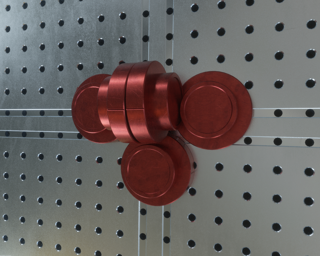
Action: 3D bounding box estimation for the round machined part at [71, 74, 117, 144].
[{"bbox_3d":[-0.083,-0.027,0.431,0.098,0.042,0.097,0,90,19],"label":"round machined part"}]

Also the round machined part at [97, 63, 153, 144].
[{"bbox_3d":[-0.042,-0.030,0.381,0.042,0.098,0.097,1,91,20],"label":"round machined part"}]

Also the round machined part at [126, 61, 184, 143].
[{"bbox_3d":[0.000,-0.031,0.367,0.042,0.098,0.097,-1,90,20],"label":"round machined part"}]

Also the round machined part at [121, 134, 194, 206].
[{"bbox_3d":[-0.007,0.054,0.405,0.098,0.042,0.097,0,90,19],"label":"round machined part"}]

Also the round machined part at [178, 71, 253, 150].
[{"bbox_3d":[0.062,-0.022,0.380,0.098,0.042,0.097,0,90,19],"label":"round machined part"}]
